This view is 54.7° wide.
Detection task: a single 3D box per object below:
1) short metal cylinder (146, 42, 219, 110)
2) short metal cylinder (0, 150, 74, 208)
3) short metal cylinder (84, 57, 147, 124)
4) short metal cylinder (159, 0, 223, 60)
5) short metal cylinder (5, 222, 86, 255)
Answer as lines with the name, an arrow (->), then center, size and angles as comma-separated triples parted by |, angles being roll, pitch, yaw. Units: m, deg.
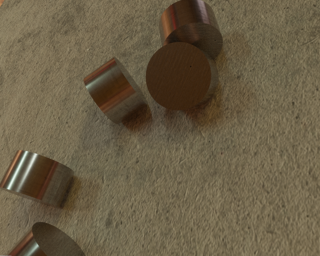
short metal cylinder -> 0.029, -0.063, 0.388 | 0.080, 0.050, 0.079 | 2, 97, 20
short metal cylinder -> -0.163, 0.069, 0.412 | 0.080, 0.080, 0.050 | 4, 64, 30
short metal cylinder -> -0.060, -0.052, 0.432 | 0.050, 0.080, 0.080 | -34, 51, 6
short metal cylinder -> 0.041, -0.127, 0.425 | 0.080, 0.080, 0.050 | -19, 54, 17
short metal cylinder -> -0.126, 0.151, 0.342 | 0.050, 0.080, 0.080 | -48, 51, -5
